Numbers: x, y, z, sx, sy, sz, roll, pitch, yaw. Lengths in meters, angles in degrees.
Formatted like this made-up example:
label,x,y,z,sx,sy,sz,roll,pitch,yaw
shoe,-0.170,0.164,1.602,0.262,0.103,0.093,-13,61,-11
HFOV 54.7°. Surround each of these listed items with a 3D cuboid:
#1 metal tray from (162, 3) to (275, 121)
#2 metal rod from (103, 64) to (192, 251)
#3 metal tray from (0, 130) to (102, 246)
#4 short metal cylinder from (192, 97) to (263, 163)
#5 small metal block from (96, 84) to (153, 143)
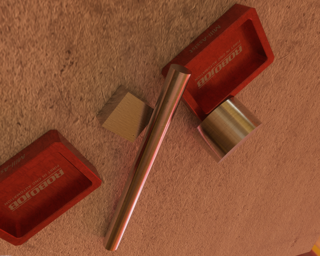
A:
label,x,y,z,sx,sy,sz,roll,pitch,yaw
metal tray,0.077,-0.081,0.397,0.130,0.030,0.090,-42,130,0
metal rod,-0.026,0.057,0.408,0.025,0.025,0.298,4,123,-31
metal tray,-0.148,0.073,0.368,0.130,0.030,0.090,-37,130,-4
short metal cylinder,0.091,0.003,0.421,0.080,0.050,0.080,-38,164,-12
small metal block,-0.040,-0.017,0.376,0.050,0.025,0.050,33,100,-39
